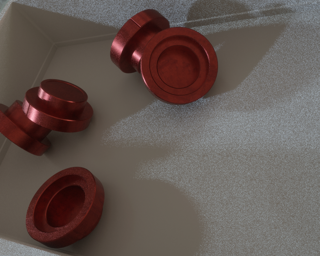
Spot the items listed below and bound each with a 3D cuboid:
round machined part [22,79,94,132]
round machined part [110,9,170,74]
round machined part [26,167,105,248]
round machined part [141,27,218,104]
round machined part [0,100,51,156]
[{"bbox_3d":[-0.145,-0.038,0.455,0.098,0.099,0.042,46,121,39],"label":"round machined part"},{"bbox_3d":[-0.020,-0.117,0.447,0.098,0.098,0.042,-44,75,-3],"label":"round machined part"},{"bbox_3d":[-0.111,0.101,0.385,0.098,0.042,0.098,-16,45,17],"label":"round machined part"},{"bbox_3d":[0.023,-0.079,0.410,0.099,0.042,0.097,0,90,-6],"label":"round machined part"},{"bbox_3d":[-0.204,-0.005,0.470,0.042,0.098,0.098,-49,51,-5],"label":"round machined part"}]
